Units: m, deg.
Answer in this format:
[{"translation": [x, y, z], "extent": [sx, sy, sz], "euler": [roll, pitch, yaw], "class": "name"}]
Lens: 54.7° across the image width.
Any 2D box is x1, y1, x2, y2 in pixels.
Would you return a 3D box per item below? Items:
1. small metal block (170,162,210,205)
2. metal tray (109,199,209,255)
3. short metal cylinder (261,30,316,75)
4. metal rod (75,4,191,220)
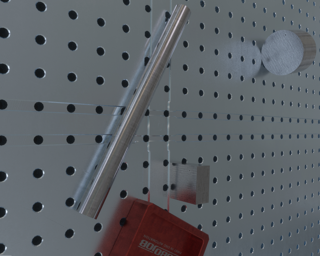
[{"translation": [0.041, 0.075, 0.428], "extent": [0.025, 0.050, 0.050], "euler": [3, 88, -40], "class": "small metal block"}, {"translation": [0.003, 0.161, 0.409], "extent": [0.130, 0.030, 0.090], "euler": [38, 67, -33], "class": "metal tray"}, {"translation": [0.237, -0.140, 0.572], "extent": [0.050, 0.080, 0.079], "euler": [-15, 100, -39], "class": "short metal cylinder"}, {"translation": [-0.025, -0.034, 0.388], "extent": [0.025, 0.025, 0.300], "euler": [37, 68, -34], "class": "metal rod"}]
